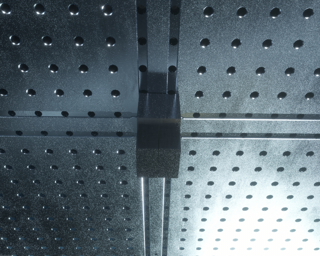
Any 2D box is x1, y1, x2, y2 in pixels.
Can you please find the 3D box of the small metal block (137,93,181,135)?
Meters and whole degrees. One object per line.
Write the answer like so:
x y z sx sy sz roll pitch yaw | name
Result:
-0.001 -0.018 0.379 0.050 0.050 0.025 2 130 -1 | small metal block

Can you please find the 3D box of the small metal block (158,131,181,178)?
0.011 0.026 0.385 0.025 0.050 0.050 2 130 0 | small metal block

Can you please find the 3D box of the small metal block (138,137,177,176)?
-0.003 0.039 0.427 0.050 0.050 0.025 1 130 -1 | small metal block

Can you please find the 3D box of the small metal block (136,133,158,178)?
-0.015 0.026 0.384 0.025 0.050 0.050 1 130 -1 | small metal block

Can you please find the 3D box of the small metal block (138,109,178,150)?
-0.003 0.002 0.413 0.050 0.025 0.050 2 130 0 | small metal block
